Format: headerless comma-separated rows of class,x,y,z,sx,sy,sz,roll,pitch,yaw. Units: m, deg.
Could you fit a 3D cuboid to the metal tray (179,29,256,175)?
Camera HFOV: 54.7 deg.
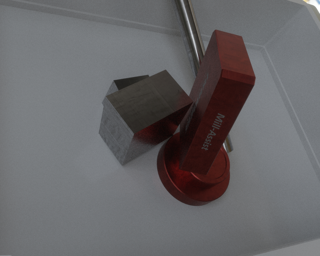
metal tray,0.053,-0.025,0.328,0.030,0.129,0.090,13,40,-6

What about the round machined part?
round machined part,0.049,0.046,0.395,0.099,0.042,0.098,14,56,-21

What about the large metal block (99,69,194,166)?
large metal block,-0.019,-0.011,0.358,0.081,0.080,0.050,-29,72,-29

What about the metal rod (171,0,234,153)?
metal rod,0.047,-0.107,0.415,0.025,0.025,0.298,-25,102,-37

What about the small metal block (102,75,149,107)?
small metal block,-0.040,-0.040,0.394,0.050,0.050,0.025,-16,70,-35
